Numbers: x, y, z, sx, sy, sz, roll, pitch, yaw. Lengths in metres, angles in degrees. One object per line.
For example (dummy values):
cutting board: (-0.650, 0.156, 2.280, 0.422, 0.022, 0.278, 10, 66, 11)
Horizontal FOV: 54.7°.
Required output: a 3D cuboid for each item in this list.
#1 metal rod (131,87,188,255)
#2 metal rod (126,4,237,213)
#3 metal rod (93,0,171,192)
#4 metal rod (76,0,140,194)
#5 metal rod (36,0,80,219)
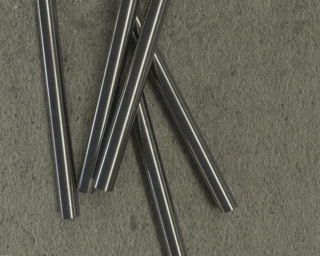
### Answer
metal rod: (0.003, 0.091, 0.409, 0.025, 0.025, 0.298, -15, 90, 0)
metal rod: (0.024, -0.027, 0.409, 0.025, 0.025, 0.299, -27, 90, 0)
metal rod: (-0.027, -0.068, 0.383, 0.025, 0.025, 0.298, 17, 90, 0)
metal rod: (-0.061, -0.062, 0.393, 0.025, 0.025, 0.298, 14, 96, 0)
metal rod: (-0.135, -0.032, 0.408, 0.025, 0.025, 0.298, -6, 90, 0)
